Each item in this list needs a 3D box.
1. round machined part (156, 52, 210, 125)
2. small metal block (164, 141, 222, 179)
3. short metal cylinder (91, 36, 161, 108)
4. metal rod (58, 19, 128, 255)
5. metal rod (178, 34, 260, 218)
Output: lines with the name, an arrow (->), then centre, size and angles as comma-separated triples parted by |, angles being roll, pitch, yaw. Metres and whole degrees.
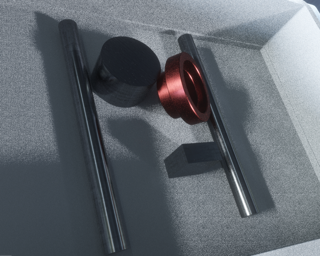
round machined part -> 0.030, -0.051, 0.424 | 0.098, 0.042, 0.098 | 41, 40, -47
small metal block -> 0.040, 0.040, 0.389 | 0.050, 0.050, 0.025 | -2, 63, -30
short metal cylinder -> -0.046, -0.074, 0.411 | 0.081, 0.050, 0.080 | 14, 56, -21
metal rod -> -0.085, -0.008, 0.365 | 0.025, 0.025, 0.299 | -3, 63, -30
metal rod -> 0.080, -0.018, 0.461 | 0.025, 0.025, 0.299 | -2, 63, -30
